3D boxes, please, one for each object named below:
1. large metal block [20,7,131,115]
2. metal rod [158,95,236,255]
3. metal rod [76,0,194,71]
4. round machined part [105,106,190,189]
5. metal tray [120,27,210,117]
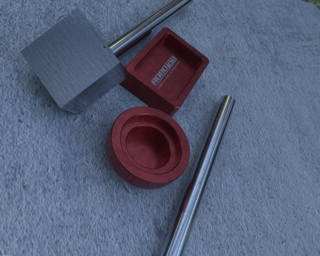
[{"bbox_3d":[-0.095,-0.074,0.357,0.080,0.050,0.080,-37,81,2],"label":"large metal block"},{"bbox_3d":[0.051,0.061,0.395,0.025,0.025,0.301,34,51,-7],"label":"metal rod"},{"bbox_3d":[-0.024,-0.156,0.487,0.025,0.025,0.301,41,51,-1],"label":"metal rod"},{"bbox_3d":[-0.017,0.026,0.369,0.099,0.042,0.098,14,56,-21],"label":"round machined part"},{"bbox_3d":[0.010,-0.086,0.459,0.090,0.030,0.130,37,51,-4],"label":"metal tray"}]
